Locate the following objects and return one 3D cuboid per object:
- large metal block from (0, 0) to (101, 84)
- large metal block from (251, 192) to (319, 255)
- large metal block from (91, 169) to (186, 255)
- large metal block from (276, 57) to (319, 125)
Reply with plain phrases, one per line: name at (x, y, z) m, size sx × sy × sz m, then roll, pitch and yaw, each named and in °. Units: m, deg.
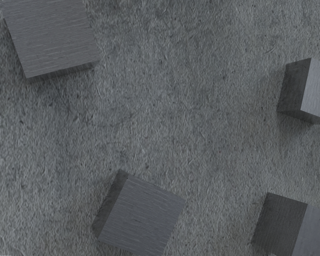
large metal block at (-0.122, -0.102, 0.350) m, size 0.081 × 0.050 × 0.080 m, roll -20°, pitch 97°, yaw -19°
large metal block at (0.189, 0.146, 0.450) m, size 0.050 × 0.080 × 0.080 m, roll 24°, pitch 82°, yaw -19°
large metal block at (-0.027, 0.106, 0.386) m, size 0.080 × 0.050 × 0.080 m, roll 28°, pitch 81°, yaw -18°
large metal block at (0.239, -0.054, 0.483) m, size 0.081 × 0.050 × 0.080 m, roll 16°, pitch 85°, yaw -20°
